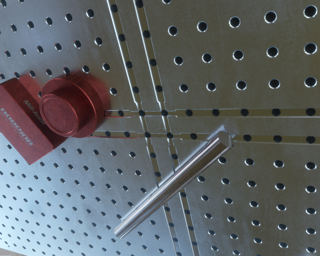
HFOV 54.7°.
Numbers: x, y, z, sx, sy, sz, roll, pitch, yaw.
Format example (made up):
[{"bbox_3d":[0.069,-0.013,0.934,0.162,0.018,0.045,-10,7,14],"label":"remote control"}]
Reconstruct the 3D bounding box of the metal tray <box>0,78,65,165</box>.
[{"bbox_3d":[-0.231,-0.008,0.522,0.090,0.030,0.130,-29,103,37],"label":"metal tray"}]

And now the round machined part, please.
[{"bbox_3d":[-0.135,-0.026,0.453,0.098,0.042,0.097,13,124,20],"label":"round machined part"}]

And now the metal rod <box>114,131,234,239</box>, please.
[{"bbox_3d":[0.004,0.101,0.470,0.025,0.025,0.298,41,129,0],"label":"metal rod"}]
